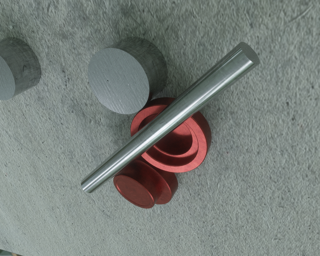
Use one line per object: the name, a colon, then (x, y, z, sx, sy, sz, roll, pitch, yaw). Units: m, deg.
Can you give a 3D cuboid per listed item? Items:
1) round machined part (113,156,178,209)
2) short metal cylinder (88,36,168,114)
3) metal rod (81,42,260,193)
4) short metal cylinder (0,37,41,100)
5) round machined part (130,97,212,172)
round machined part: (-0.027, 0.077, 0.442, 0.098, 0.042, 0.097, 22, 140, 20)
short metal cylinder: (-0.038, -0.063, 0.370, 0.080, 0.050, 0.079, 13, 124, 21)
metal rod: (-0.013, 0.009, 0.359, 0.025, 0.025, 0.299, 47, 129, -5)
short metal cylinder: (-0.224, -0.087, 0.452, 0.080, 0.050, 0.079, 13, 124, 20)
round machined part: (0.016, 0.005, 0.387, 0.098, 0.042, 0.097, 12, 126, 17)
